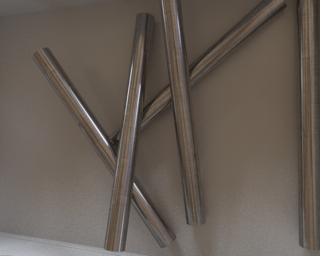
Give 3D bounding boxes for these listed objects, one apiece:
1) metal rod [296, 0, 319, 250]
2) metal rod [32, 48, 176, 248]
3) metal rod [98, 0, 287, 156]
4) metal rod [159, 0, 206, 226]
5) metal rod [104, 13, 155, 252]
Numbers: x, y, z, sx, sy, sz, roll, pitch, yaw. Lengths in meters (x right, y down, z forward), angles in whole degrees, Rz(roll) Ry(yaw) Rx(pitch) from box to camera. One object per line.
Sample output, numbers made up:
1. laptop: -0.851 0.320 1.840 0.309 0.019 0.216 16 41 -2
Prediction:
1. metal rod: 0.169 -0.016 0.350 0.025 0.025 0.298 -1 90 19
2. metal rod: -0.073 0.025 0.407 0.025 0.025 0.299 -34 90 16
3. metal rod: 0.029 -0.056 0.399 0.300 0.025 0.025 -40 78 15
4. metal rod: 0.027 -0.028 0.377 0.025 0.025 0.298 -5 97 19
5. metal rod: -0.037 -0.003 0.392 0.025 0.025 0.299 3 80 19
